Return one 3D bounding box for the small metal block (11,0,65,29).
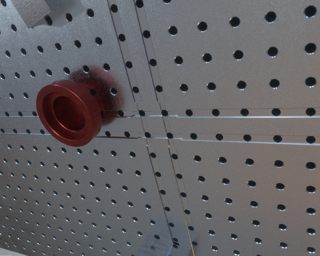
[{"bbox_3d":[-0.158,-0.162,0.392,0.050,0.025,0.050,-17,110,34],"label":"small metal block"}]

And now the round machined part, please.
[{"bbox_3d":[-0.126,-0.025,0.449,0.098,0.042,0.097,13,124,20],"label":"round machined part"}]

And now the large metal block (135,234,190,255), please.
[{"bbox_3d":[0.004,0.244,0.542,0.080,0.050,0.079,14,124,20],"label":"large metal block"}]
